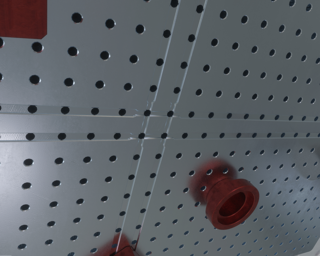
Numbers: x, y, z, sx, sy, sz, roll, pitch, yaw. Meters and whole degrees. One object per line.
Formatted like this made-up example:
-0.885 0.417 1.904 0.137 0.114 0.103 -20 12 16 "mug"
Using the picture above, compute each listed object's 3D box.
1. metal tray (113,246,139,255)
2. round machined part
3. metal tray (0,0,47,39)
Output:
-0.060 0.272 0.543 0.090 0.030 0.130 -33 129 -7 "metal tray"
0.122 0.128 0.546 0.099 0.042 0.097 -14 124 -21 "round machined part"
-0.160 -0.123 0.245 0.131 0.030 0.089 -4 120 -27 "metal tray"
